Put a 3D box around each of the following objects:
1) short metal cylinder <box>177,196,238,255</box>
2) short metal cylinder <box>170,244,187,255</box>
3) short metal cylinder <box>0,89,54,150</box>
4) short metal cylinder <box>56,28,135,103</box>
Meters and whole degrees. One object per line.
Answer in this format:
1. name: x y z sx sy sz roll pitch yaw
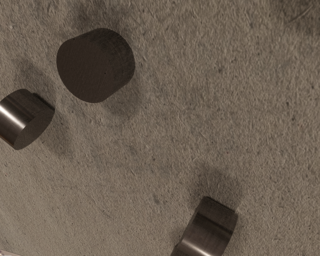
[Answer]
1. short metal cylinder: 0.064 0.141 0.424 0.050 0.080 0.079 28 128 10
2. short metal cylinder: 0.050 0.236 0.509 0.080 0.050 0.079 13 124 20
3. short metal cylinder: -0.210 -0.013 0.471 0.050 0.080 0.080 39 129 1
4. short metal cylinder: -0.078 -0.077 0.382 0.080 0.050 0.079 13 124 20
